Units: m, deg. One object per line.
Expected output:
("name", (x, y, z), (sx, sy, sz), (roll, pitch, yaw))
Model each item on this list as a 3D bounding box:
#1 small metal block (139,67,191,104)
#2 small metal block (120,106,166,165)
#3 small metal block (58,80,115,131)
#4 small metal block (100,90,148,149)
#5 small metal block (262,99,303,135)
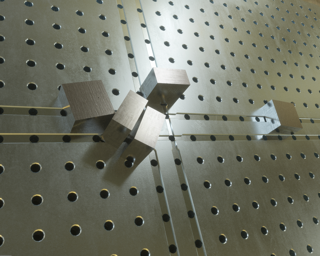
("small metal block", (0.006, -0.057, 0.429), (0.050, 0.050, 0.025), (-1, 63, -29))
("small metal block", (-0.021, 0.010, 0.375), (0.025, 0.050, 0.050), (28, 52, -11))
("small metal block", (-0.089, -0.029, 0.377), (0.050, 0.025, 0.050), (-13, 68, -33))
("small metal block", (-0.044, -0.010, 0.374), (0.025, 0.050, 0.050), (32, 52, -8))
("small metal block", (0.209, -0.018, 0.531), (0.050, 0.025, 0.050), (7, 59, -25))
